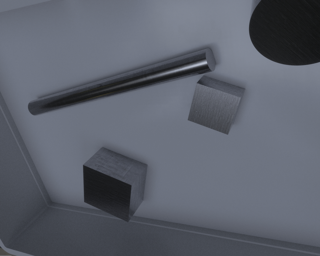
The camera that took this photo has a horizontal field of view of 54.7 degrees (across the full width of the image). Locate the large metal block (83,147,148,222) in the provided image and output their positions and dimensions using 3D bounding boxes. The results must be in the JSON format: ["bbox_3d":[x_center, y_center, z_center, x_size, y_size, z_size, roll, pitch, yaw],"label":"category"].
[{"bbox_3d":[-0.070,0.087,0.481,0.080,0.050,0.079,20,126,16],"label":"large metal block"}]

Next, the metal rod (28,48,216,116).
[{"bbox_3d":[-0.072,-0.053,0.411,0.300,0.025,0.025,-9,114,32],"label":"metal rod"}]

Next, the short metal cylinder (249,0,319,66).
[{"bbox_3d":[0.116,-0.098,0.252,0.080,0.050,0.080,11,146,8],"label":"short metal cylinder"}]

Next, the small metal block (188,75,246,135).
[{"bbox_3d":[0.064,-0.027,0.357,0.050,0.025,0.050,21,126,15],"label":"small metal block"}]
